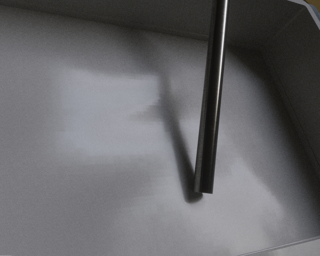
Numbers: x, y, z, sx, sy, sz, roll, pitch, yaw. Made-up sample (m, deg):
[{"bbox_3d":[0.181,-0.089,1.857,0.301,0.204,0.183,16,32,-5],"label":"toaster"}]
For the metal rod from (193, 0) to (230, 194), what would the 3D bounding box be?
[{"bbox_3d":[0.073,-0.063,0.420,0.025,0.025,0.299,12,77,-22],"label":"metal rod"}]
